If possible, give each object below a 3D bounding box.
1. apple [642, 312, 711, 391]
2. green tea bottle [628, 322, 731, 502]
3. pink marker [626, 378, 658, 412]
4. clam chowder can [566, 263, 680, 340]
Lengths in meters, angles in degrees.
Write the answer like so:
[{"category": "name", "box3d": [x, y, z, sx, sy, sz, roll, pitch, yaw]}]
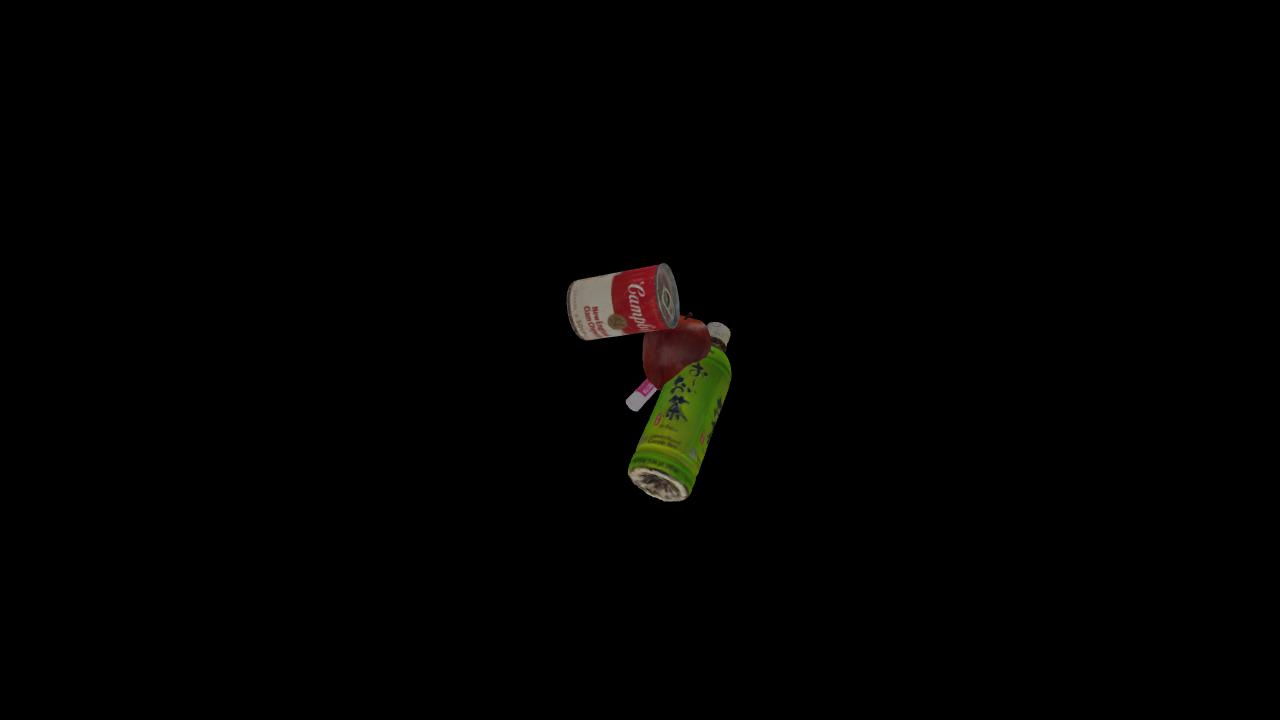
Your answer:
[{"category": "apple", "box3d": [0.042, -0.009, 0.690, 0.079, 0.093, 0.079, 13, 14, -3]}, {"category": "green tea bottle", "box3d": [0.054, 0.046, 0.670, 0.073, 0.212, 0.073, 16, -33, 11]}, {"category": "pink marker", "box3d": [0.027, 0.016, 0.729, 0.020, 0.020, 0.121, 0, 37, 49]}, {"category": "clam chowder can", "box3d": [-0.017, -0.059, 0.642, 0.102, 0.068, 0.068, -7, -3, 21]}]
